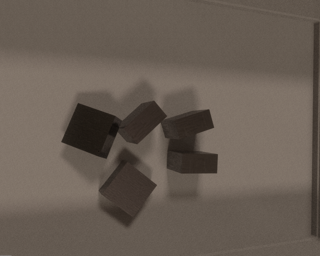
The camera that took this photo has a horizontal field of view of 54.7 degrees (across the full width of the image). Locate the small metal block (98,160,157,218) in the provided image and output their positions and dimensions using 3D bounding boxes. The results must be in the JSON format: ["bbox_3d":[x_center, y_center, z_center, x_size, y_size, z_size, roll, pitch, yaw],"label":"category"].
[{"bbox_3d":[-0.041,0.077,0.396,0.050,0.025,0.050,41,77,-16],"label":"small metal block"}]

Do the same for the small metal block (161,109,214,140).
[{"bbox_3d":[0.035,-0.005,0.411,0.050,0.050,0.025,-18,96,-19],"label":"small metal block"}]

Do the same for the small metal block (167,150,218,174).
[{"bbox_3d":[0.042,0.045,0.414,0.050,0.050,0.025,3,89,-20],"label":"small metal block"}]

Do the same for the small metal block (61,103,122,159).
[{"bbox_3d":[-0.081,0.004,0.369,0.050,0.025,0.050,19,82,14],"label":"small metal block"}]

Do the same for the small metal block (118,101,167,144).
[{"bbox_3d":[-0.025,-0.007,0.389,0.050,0.050,0.025,-44,104,-15],"label":"small metal block"}]
